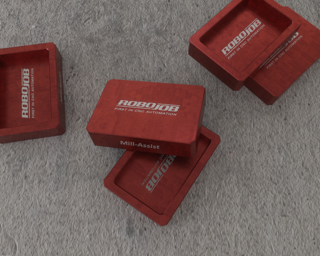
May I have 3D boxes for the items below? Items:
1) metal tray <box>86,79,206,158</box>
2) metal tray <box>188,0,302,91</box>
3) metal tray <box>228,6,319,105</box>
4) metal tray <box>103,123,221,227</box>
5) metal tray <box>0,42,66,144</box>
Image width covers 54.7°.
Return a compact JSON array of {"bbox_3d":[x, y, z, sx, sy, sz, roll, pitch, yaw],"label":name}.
[{"bbox_3d":[-0.014,-0.016,0.386,0.131,0.030,0.090,6,53,13],"label":"metal tray"},{"bbox_3d":[0.113,-0.123,0.418,0.090,0.030,0.130,43,75,14],"label":"metal tray"},{"bbox_3d":[0.169,-0.106,0.445,0.130,0.030,0.090,-42,75,-14],"label":"metal tray"},{"bbox_3d":[0.004,0.044,0.389,0.090,0.030,0.130,33,73,11],"label":"metal tray"},{"bbox_3d":[-0.181,-0.049,0.421,0.091,0.030,0.130,-8,70,-3],"label":"metal tray"}]
